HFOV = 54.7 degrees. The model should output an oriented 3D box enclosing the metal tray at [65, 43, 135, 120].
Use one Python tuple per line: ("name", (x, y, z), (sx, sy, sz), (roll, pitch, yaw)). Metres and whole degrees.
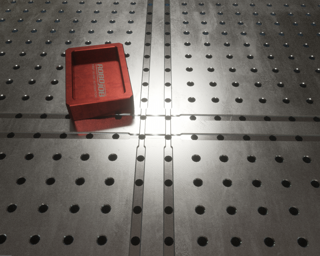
("metal tray", (-0.092, -0.074, 0.465), (0.091, 0.030, 0.130), (-8, 51, -8))
